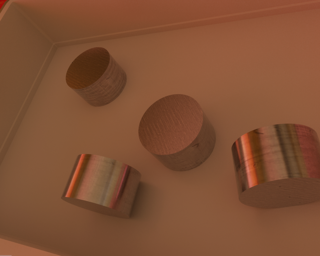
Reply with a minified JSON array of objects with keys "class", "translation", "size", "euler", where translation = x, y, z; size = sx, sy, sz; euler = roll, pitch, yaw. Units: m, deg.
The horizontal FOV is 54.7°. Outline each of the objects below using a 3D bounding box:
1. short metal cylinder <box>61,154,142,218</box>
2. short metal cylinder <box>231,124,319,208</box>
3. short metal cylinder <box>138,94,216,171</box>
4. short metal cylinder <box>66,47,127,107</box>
[{"class":"short metal cylinder","translation":[-0.067,0.070,0.363],"size":[0.080,0.080,0.050],"euler":[2,63,29]},{"class":"short metal cylinder","translation":[0.111,0.038,0.289],"size":[0.080,0.080,0.050],"euler":[-14,56,20]},{"class":"short metal cylinder","translation":[0.021,0.006,0.375],"size":[0.080,0.050,0.080],"euler":[-13,56,21]},{"class":"short metal cylinder","translation":[-0.101,-0.081,0.492],"size":[0.080,0.050,0.080],"euler":[-13,56,21]}]
